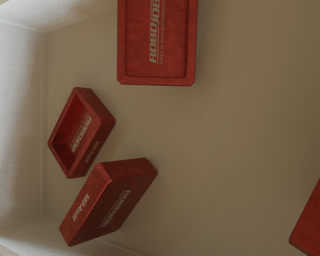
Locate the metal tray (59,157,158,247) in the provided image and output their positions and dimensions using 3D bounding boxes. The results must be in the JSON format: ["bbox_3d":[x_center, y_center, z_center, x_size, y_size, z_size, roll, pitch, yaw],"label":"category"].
[{"bbox_3d":[-0.070,0.099,0.422,0.030,0.091,0.129,48,118,29],"label":"metal tray"}]

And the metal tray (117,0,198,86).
[{"bbox_3d":[-0.003,-0.115,0.366,0.091,0.030,0.129,1,97,-1],"label":"metal tray"}]

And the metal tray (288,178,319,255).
[{"bbox_3d":[0.152,0.033,0.238,0.030,0.091,0.129,30,109,36],"label":"metal tray"}]

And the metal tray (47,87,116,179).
[{"bbox_3d":[-0.134,0.009,0.514,0.090,0.030,0.129,49,119,29],"label":"metal tray"}]
